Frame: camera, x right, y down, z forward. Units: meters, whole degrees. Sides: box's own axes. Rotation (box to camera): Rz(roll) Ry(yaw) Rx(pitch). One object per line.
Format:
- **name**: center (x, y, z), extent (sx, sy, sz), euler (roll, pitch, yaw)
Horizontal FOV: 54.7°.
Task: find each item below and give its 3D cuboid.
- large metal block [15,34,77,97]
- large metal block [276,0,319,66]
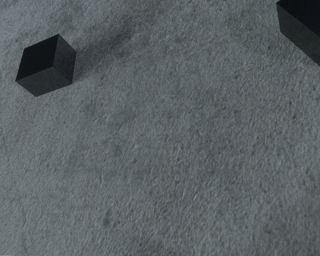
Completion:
- **large metal block**: center (-0.204, -0.113, 0.561), extent (0.080, 0.050, 0.080), euler (-16, 55, 19)
- **large metal block**: center (0.199, -0.133, 0.365), extent (0.080, 0.050, 0.080), euler (-32, 52, 7)
